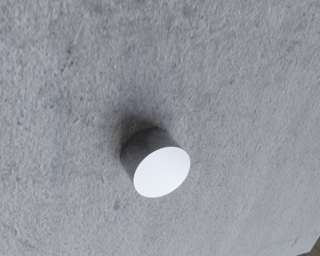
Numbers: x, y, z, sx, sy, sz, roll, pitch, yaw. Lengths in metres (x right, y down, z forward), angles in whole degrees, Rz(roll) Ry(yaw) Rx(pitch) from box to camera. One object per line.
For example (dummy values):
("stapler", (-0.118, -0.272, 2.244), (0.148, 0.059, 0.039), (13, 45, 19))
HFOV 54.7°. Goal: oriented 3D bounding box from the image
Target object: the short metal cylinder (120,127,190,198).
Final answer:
("short metal cylinder", (-0.007, 0.046, 0.417), (0.081, 0.050, 0.079), (-14, 125, -21))
